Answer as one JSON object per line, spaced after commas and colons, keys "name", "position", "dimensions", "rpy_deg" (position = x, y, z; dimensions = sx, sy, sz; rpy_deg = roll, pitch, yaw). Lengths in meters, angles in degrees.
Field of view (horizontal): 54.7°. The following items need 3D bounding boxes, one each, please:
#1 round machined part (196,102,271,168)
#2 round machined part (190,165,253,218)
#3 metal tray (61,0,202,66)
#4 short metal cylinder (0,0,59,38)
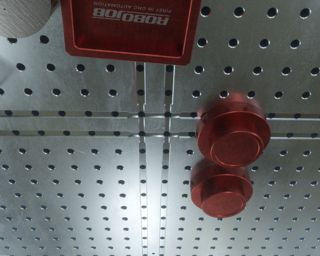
{"name": "round machined part", "position": [0.099, 0.017, 0.416], "dimensions": [0.099, 0.042, 0.097], "rpy_deg": [-1, 130, 0]}
{"name": "round machined part", "position": [0.099, 0.107, 0.493], "dimensions": [0.099, 0.042, 0.097], "rpy_deg": [-1, 130, 0]}
{"name": "metal tray", "position": [-0.029, -0.114, 0.310], "dimensions": [0.131, 0.030, 0.089], "rpy_deg": [4, 130, -4]}
{"name": "short metal cylinder", "position": [-0.134, -0.130, 0.282], "dimensions": [0.081, 0.050, 0.079], "rpy_deg": [0, 130, 0]}
